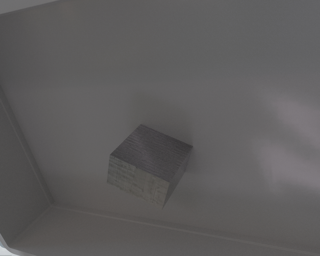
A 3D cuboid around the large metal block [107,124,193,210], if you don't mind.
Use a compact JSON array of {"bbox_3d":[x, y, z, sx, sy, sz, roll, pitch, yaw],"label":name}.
[{"bbox_3d":[-0.012,0.048,0.410,0.080,0.080,0.050,23,127,14],"label":"large metal block"}]
